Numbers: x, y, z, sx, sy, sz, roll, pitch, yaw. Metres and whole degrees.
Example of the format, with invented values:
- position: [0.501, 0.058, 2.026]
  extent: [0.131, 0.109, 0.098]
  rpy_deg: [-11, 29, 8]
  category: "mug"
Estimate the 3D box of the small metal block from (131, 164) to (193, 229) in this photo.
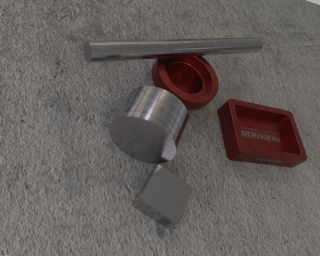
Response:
- position: [0.003, 0.079, 0.357]
  extent: [0.050, 0.025, 0.050]
  rpy_deg: [35, 51, -5]
  category: "small metal block"

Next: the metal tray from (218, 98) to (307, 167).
- position: [0.158, 0.009, 0.479]
  extent: [0.131, 0.030, 0.090]
  rpy_deg: [9, 58, -24]
  category: "metal tray"

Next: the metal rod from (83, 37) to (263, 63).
- position: [0.040, -0.114, 0.440]
  extent: [0.303, 0.025, 0.025]
  rpy_deg: [-12, 68, -33]
  category: "metal rod"

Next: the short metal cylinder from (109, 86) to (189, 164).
- position: [-0.012, -0.003, 0.364]
  extent: [0.080, 0.080, 0.050]
  rpy_deg: [31, 52, -9]
  category: "short metal cylinder"

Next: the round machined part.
- position: [0.033, -0.067, 0.451]
  extent: [0.099, 0.042, 0.098]
  rpy_deg: [14, 56, -21]
  category: "round machined part"
